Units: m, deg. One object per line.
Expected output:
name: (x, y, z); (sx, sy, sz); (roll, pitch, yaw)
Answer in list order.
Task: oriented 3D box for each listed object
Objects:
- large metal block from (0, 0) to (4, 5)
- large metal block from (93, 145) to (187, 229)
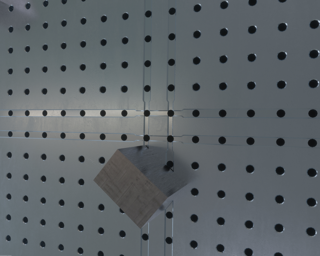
large metal block: (-0.313, -0.234, 0.495); (0.050, 0.080, 0.080); (-29, 81, 18)
large metal block: (-0.022, 0.069, 0.391); (0.080, 0.080, 0.050); (42, 103, 15)
